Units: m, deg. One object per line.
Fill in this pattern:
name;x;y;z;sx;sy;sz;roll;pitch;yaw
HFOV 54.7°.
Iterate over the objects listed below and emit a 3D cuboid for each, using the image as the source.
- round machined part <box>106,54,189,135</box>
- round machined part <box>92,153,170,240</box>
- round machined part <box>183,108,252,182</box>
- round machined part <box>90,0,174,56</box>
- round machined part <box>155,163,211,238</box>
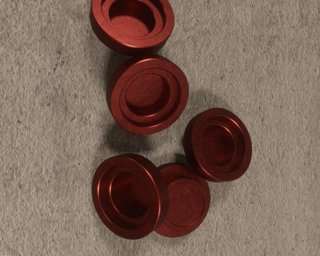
round machined part;-0.018;-0.044;0.380;0.099;0.042;0.097;-11;122;-18
round machined part;-0.031;0.078;0.370;0.042;0.098;0.097;-11;95;-58
round machined part;0.073;0.025;0.420;0.099;0.042;0.098;8;73;-26
round machined part;-0.036;-0.129;0.377;0.099;0.042;0.098;6;69;-16
round machined part;0.024;0.097;0.410;0.099;0.042;0.097;0;90;-20
